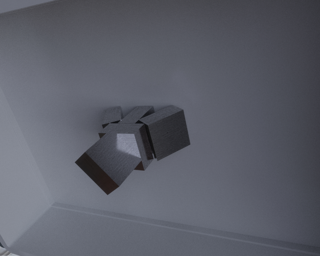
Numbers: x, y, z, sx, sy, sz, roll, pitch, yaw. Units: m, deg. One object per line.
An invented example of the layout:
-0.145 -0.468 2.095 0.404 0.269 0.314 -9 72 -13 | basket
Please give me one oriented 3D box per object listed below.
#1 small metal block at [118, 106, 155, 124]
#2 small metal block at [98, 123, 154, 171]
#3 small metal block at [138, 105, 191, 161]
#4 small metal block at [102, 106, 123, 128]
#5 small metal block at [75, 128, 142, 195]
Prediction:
-0.025 0.004 0.406 0.025 0.050 0.050 1 119 28 | small metal block
-0.040 0.022 0.376 0.050 0.025 0.050 1 119 28 | small metal block
0.006 0.006 0.388 0.025 0.050 0.050 29 138 55 | small metal block
-0.059 0.004 0.420 0.025 0.050 0.050 -15 115 -2 | small metal block
-0.056 0.037 0.344 0.050 0.050 0.025 46 129 -4 | small metal block
